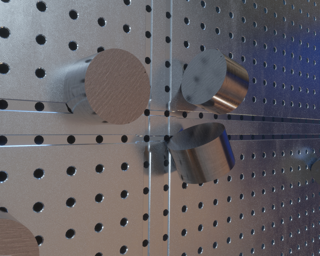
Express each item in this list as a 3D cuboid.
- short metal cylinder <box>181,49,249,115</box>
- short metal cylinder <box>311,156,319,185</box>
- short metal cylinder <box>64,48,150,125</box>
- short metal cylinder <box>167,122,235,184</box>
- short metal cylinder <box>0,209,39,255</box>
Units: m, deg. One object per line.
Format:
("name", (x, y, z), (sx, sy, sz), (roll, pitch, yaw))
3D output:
("short metal cylinder", (0.077, -0.064, 0.437), (0.050, 0.080, 0.080), (19, 78, -39))
("short metal cylinder", (0.396, 0.095, 0.704), (0.050, 0.080, 0.080), (-33, 111, -35))
("short metal cylinder", (-0.058, -0.043, 0.344), (0.081, 0.050, 0.079), (0, 90, -40))
("short metal cylinder", (0.056, 0.032, 0.420), (0.081, 0.080, 0.050), (-33, 111, -35))
("short metal cylinder", (-0.153, 0.112, 0.265), (0.081, 0.050, 0.079), (0, 90, -40))
